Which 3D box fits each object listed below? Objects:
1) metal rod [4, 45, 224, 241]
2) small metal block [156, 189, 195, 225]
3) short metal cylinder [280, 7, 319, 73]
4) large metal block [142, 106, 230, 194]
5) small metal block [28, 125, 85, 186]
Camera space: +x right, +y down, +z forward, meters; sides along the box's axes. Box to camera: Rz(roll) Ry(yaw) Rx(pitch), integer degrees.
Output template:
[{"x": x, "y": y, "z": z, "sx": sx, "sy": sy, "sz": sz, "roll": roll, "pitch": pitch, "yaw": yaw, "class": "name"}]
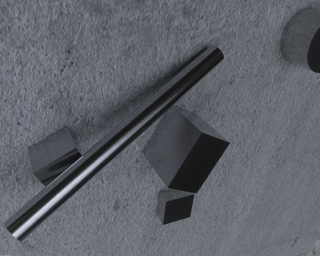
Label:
[{"x": -0.035, "y": 0.003, "z": 0.344, "sx": 0.301, "sy": 0.025, "sz": 0.025, "roll": -42, "pitch": 131, "yaw": -18, "class": "metal rod"}, {"x": 0.024, "y": 0.123, "z": 0.498, "sx": 0.050, "sy": 0.025, "sz": 0.050, "roll": -9, "pitch": 122, "yaw": -24, "class": "small metal block"}, {"x": 0.220, "y": -0.124, "z": 0.437, "sx": 0.081, "sy": 0.050, "sz": 0.079, "roll": -14, "pitch": 125, "yaw": -21, "class": "short metal cylinder"}, {"x": 0.031, "y": 0.026, "z": 0.406, "sx": 0.050, "sy": 0.080, "sz": 0.080, "roll": 19, "pitch": 108, "yaw": -36, "class": "large metal block"}, {"x": -0.115, "y": 0.030, "z": 0.347, "sx": 0.050, "sy": 0.050, "sz": 0.025, "roll": -32, "pitch": 129, "yaw": -8, "class": "small metal block"}]
